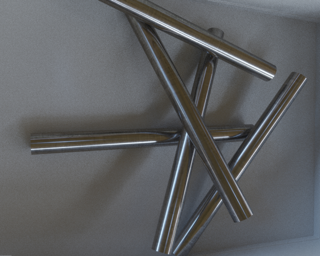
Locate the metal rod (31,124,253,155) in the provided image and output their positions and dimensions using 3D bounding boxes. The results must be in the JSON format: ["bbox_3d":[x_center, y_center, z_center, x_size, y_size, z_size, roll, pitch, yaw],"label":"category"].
[{"bbox_3d":[-0.006,0.012,0.408,0.303,0.025,0.025,-2,91,-20],"label":"metal rod"}]

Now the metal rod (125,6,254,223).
[{"bbox_3d":[0.029,-0.029,0.377,0.025,0.025,0.299,-25,82,-18],"label":"metal rod"}]

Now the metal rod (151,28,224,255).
[{"bbox_3d":[0.040,0.004,0.398,0.025,0.025,0.299,21,73,-19],"label":"metal rod"}]

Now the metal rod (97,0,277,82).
[{"bbox_3d":[0.022,-0.125,0.383,0.302,0.025,0.025,20,84,-20],"label":"metal rod"}]

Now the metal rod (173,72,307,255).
[{"bbox_3d":[0.110,0.049,0.430,0.025,0.025,0.300,37,86,-17],"label":"metal rod"}]
